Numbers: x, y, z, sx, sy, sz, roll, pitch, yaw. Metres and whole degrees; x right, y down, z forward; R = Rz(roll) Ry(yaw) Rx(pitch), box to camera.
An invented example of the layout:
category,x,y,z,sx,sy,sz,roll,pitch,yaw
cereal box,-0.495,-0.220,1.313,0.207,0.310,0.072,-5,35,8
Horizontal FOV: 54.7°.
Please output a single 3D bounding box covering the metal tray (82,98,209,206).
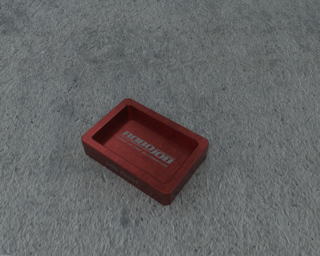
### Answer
category,x,y,z,sx,sy,sz,roll,pitch,yaw
metal tray,-0.018,0.023,0.381,0.130,0.030,0.090,29,55,22
